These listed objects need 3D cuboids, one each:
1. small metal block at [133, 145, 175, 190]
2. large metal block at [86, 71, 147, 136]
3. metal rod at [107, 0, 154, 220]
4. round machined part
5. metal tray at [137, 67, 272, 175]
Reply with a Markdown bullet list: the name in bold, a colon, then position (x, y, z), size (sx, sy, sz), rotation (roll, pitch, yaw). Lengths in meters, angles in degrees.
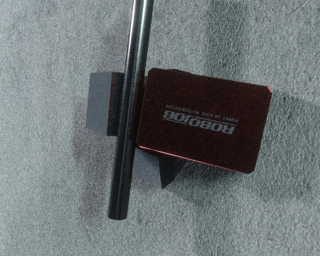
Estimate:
- **small metal block**: position (-0.010, 0.044, 0.402), size (0.050, 0.025, 0.050), rotation (20, 129, 38)
- **large metal block**: position (-0.062, -0.034, 0.427), size (0.080, 0.050, 0.079), rotation (13, 99, 57)
- **metal rod**: position (-0.035, -0.036, 0.381), size (0.025, 0.025, 0.298), rotation (10, 94, 39)
- **round machined part**: position (0.010, -0.025, 0.387), size (0.098, 0.042, 0.097), rotation (0, 90, 40)
- **metal tray**: position (0.046, -0.011, 0.337), size (0.130, 0.030, 0.089), rotation (13, 100, 18)
